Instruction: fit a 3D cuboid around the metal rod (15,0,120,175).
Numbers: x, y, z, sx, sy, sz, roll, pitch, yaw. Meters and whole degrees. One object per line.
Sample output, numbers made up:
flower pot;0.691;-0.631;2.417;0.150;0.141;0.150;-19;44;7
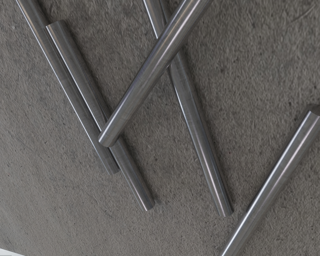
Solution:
metal rod;-0.127;-0.063;0.434;0.025;0.025;0.299;-11;113;33

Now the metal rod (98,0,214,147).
metal rod;-0.002;-0.072;0.329;0.025;0.025;0.298;40;131;1

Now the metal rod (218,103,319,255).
metal rod;0.129;0.098;0.399;0.025;0.025;0.298;25;127;13

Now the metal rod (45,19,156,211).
metal rod;-0.077;-0.005;0.444;0.025;0.025;0.299;-11;113;33

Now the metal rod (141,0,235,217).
metal rod;0.040;-0.015;0.375;0.025;0.025;0.299;-8;115;31
